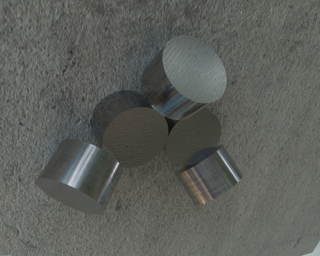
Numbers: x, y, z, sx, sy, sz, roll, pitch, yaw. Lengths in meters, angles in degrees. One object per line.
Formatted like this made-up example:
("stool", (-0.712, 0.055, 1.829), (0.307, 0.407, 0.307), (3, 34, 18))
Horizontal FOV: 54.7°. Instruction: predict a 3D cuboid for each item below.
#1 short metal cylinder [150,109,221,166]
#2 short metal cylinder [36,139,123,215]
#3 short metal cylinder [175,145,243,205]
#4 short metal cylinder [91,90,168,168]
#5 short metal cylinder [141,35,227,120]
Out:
("short metal cylinder", (0.033, 0.003, 0.412), (0.081, 0.050, 0.079), (-14, 124, -21))
("short metal cylinder", (-0.089, 0.056, 0.351), (0.080, 0.080, 0.050), (55, 46, -39))
("short metal cylinder", (0.069, 0.066, 0.443), (0.080, 0.080, 0.050), (-32, 87, -7))
("short metal cylinder", (-0.037, 0.001, 0.372), (0.081, 0.050, 0.079), (-14, 124, -21))
("short metal cylinder", (0.026, -0.055, 0.345), (0.081, 0.080, 0.050), (1, 160, -29))
